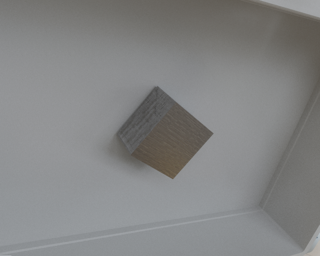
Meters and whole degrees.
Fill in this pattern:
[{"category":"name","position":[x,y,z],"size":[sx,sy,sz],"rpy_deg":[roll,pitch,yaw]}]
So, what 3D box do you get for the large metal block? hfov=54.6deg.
[{"category":"large metal block","position":[0.007,0.007,0.396],"size":[0.080,0.050,0.080],"rpy_deg":[-49,129,6]}]
